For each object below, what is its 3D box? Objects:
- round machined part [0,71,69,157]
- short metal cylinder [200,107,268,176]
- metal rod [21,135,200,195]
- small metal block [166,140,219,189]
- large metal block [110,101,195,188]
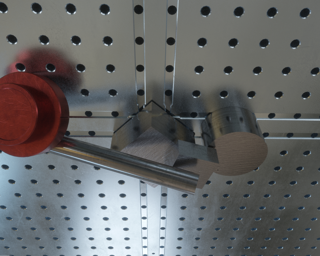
[{"bbox_3d":[-0.158,-0.015,0.350,0.098,0.042,0.097,0,92,10],"label":"round machined part"},{"bbox_3d":[0.096,0.019,0.412,0.081,0.050,0.079,0,130,0],"label":"short metal cylinder"},{"bbox_3d":[-0.102,0.026,0.375,0.301,0.025,0.025,15,131,9],"label":"metal rod"},{"bbox_3d":[0.038,0.046,0.383,0.050,0.025,0.050,14,129,-13],"label":"small metal block"},{"bbox_3d":[-0.009,0.025,0.413,0.080,0.050,0.080,36,121,-27],"label":"large metal block"}]
